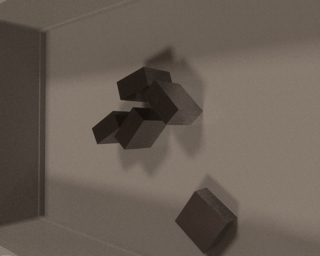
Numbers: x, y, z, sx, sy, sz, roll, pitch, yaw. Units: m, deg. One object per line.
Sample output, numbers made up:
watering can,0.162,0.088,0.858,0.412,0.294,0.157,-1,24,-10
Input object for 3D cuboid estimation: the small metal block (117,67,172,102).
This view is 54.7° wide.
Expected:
small metal block,-0.019,-0.055,0.404,0.050,0.050,0.025,-21,77,38

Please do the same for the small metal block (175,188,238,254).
small metal block,0.053,0.107,0.362,0.050,0.025,0.050,43,116,31

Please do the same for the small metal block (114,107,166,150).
small metal block,-0.023,0.001,0.408,0.025,0.050,0.050,49,119,28

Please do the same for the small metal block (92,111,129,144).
small metal block,-0.058,0.000,0.436,0.050,0.050,0.025,-34,69,34

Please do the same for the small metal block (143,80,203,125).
small metal block,0.016,-0.030,0.375,0.025,0.050,0.050,-51,61,28
